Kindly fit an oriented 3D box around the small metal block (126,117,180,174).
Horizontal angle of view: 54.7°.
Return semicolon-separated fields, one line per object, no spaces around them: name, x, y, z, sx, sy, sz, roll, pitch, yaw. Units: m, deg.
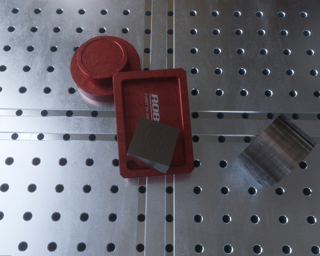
small metal block;-0.008;0.020;0.370;0.050;0.025;0.050;18;61;-1

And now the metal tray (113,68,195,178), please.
metal tray;-0.008;-0.006;0.391;0.091;0.030;0.129;-4;87;-2

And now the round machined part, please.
round machined part;-0.077;-0.089;0.435;0.099;0.042;0.098;0;70;0

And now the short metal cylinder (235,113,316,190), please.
short metal cylinder;0.137;0.028;0.373;0.080;0.080;0.050;-41;75;-13
